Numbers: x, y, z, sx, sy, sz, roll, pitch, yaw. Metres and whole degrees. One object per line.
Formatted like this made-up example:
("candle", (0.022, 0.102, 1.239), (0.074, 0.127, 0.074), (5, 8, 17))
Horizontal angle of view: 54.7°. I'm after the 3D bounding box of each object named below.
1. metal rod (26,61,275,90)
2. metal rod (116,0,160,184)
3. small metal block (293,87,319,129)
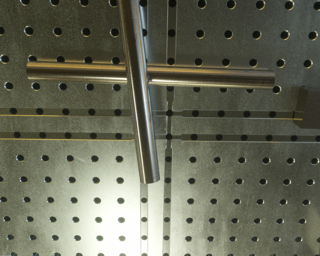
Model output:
("metal rod", (-0.010, -0.066, 0.388), (0.302, 0.025, 0.025), (2, 110, -1))
("metal rod", (-0.029, -0.080, 0.359), (0.025, 0.025, 0.298), (-6, 101, 2))
("small metal block", (0.209, -0.026, 0.405), (0.050, 0.025, 0.050), (2, 110, -1))
